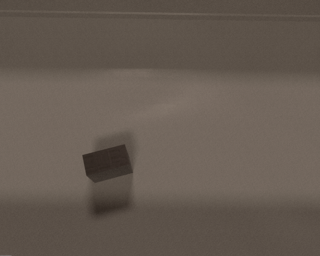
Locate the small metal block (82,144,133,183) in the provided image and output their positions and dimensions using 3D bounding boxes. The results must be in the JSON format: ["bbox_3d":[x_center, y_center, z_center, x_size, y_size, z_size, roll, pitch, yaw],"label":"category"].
[{"bbox_3d":[-0.062,0.045,0.379,0.050,0.050,0.025,-14,71,-6],"label":"small metal block"}]
